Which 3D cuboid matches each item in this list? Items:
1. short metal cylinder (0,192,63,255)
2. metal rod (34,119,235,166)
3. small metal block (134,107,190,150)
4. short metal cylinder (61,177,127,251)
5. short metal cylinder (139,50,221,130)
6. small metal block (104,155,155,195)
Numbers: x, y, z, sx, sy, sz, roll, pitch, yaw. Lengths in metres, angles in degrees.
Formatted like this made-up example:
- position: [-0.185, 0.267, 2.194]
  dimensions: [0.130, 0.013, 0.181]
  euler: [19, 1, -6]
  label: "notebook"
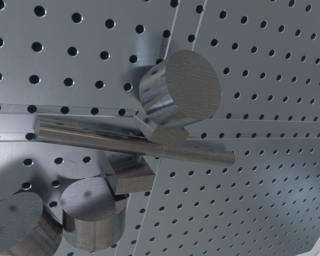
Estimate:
- position: [-0.163, 0.122, 0.363]
  dimensions: [0.080, 0.080, 0.050]
  euler: [-28, 128, -11]
  label: "short metal cylinder"
- position: [-0.011, 0.026, 0.421]
  dimensions: [0.302, 0.025, 0.025]
  euler: [11, 113, -33]
  label: "metal rod"
- position: [0.001, -0.001, 0.395]
  dimensions: [0.050, 0.050, 0.025]
  euler: [18, 109, -35]
  label: "small metal block"
- position: [-0.084, 0.108, 0.397]
  dimensions: [0.081, 0.080, 0.050]
  euler: [-7, 122, -25]
  label: "short metal cylinder"
- position: [0.024, -0.042, 0.356]
  dimensions: [0.081, 0.050, 0.080]
  euler: [11, 71, -34]
  label: "short metal cylinder"
- position: [-0.041, 0.060, 0.410]
  dimensions: [0.050, 0.050, 0.025]
  euler: [-2, 119, -28]
  label: "small metal block"
